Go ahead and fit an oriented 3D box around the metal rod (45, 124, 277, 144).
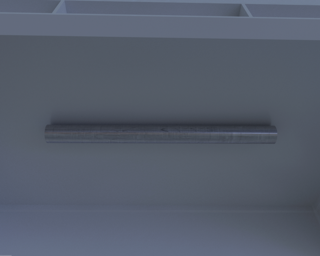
[{"bbox_3d":[0.002,0.008,0.414,0.302,0.025,0.025,0,130,-1],"label":"metal rod"}]
